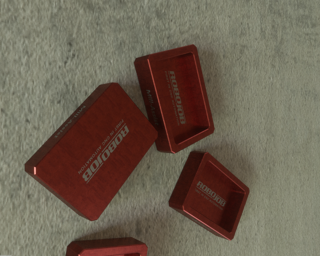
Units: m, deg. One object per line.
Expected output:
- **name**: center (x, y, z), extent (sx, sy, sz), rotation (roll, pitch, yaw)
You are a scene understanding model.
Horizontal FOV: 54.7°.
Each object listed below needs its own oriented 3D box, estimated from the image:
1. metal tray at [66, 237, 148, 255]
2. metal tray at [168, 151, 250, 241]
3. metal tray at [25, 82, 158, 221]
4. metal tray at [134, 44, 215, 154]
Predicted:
- **metal tray**: center (-0.066, 0.195, 0.348), extent (0.091, 0.030, 0.129), rotation (13, 82, -40)
- **metal tray**: center (0.079, 0.104, 0.470), extent (0.130, 0.030, 0.090), rotation (40, 66, -33)
- **metal tray**: center (-0.069, 0.024, 0.345), extent (0.090, 0.030, 0.130), rotation (52, 60, -28)
- **metal tray**: center (0.023, -0.041, 0.422), extent (0.091, 0.030, 0.129), rotation (-24, 105, -38)
